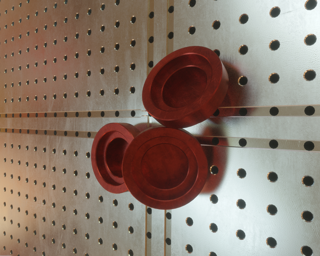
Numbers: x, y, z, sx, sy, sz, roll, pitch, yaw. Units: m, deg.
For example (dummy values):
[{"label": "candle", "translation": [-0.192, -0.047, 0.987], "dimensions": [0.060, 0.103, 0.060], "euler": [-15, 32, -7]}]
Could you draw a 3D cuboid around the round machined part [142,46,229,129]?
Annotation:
[{"label": "round machined part", "translation": [0.032, -0.042, 0.356], "dimensions": [0.098, 0.042, 0.098], "euler": [-16, 55, 25]}]

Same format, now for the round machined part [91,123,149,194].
[{"label": "round machined part", "translation": [-0.051, 0.041, 0.442], "dimensions": [0.098, 0.042, 0.097], "euler": [0, 90, 40]}]

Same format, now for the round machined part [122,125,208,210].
[{"label": "round machined part", "translation": [0.006, 0.044, 0.373], "dimensions": [0.098, 0.042, 0.097], "euler": [0, 98, 2]}]
